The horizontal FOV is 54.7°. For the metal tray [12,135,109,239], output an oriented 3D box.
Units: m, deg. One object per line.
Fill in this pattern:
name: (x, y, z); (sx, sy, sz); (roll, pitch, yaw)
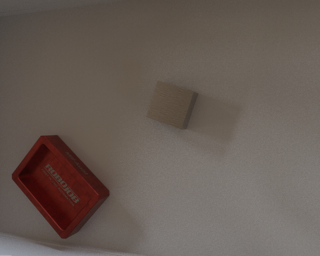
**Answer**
metal tray: (-0.149, 0.084, 0.458); (0.130, 0.030, 0.090); (43, 103, 14)

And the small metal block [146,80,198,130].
small metal block: (0.016, -0.030, 0.404); (0.050, 0.025, 0.050); (20, 97, 18)
